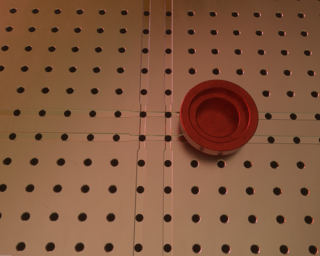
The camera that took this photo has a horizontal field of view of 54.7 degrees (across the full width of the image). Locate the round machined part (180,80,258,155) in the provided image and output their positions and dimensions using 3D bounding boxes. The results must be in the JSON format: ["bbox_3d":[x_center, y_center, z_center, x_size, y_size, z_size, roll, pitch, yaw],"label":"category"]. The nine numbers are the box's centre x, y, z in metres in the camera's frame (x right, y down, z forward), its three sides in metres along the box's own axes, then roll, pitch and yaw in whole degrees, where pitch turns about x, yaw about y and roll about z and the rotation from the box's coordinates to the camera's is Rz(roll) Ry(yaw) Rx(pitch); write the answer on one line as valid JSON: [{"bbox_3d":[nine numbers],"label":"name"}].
[{"bbox_3d":[0.074,-0.011,0.408,0.099,0.042,0.098,0,70,-1],"label":"round machined part"}]
